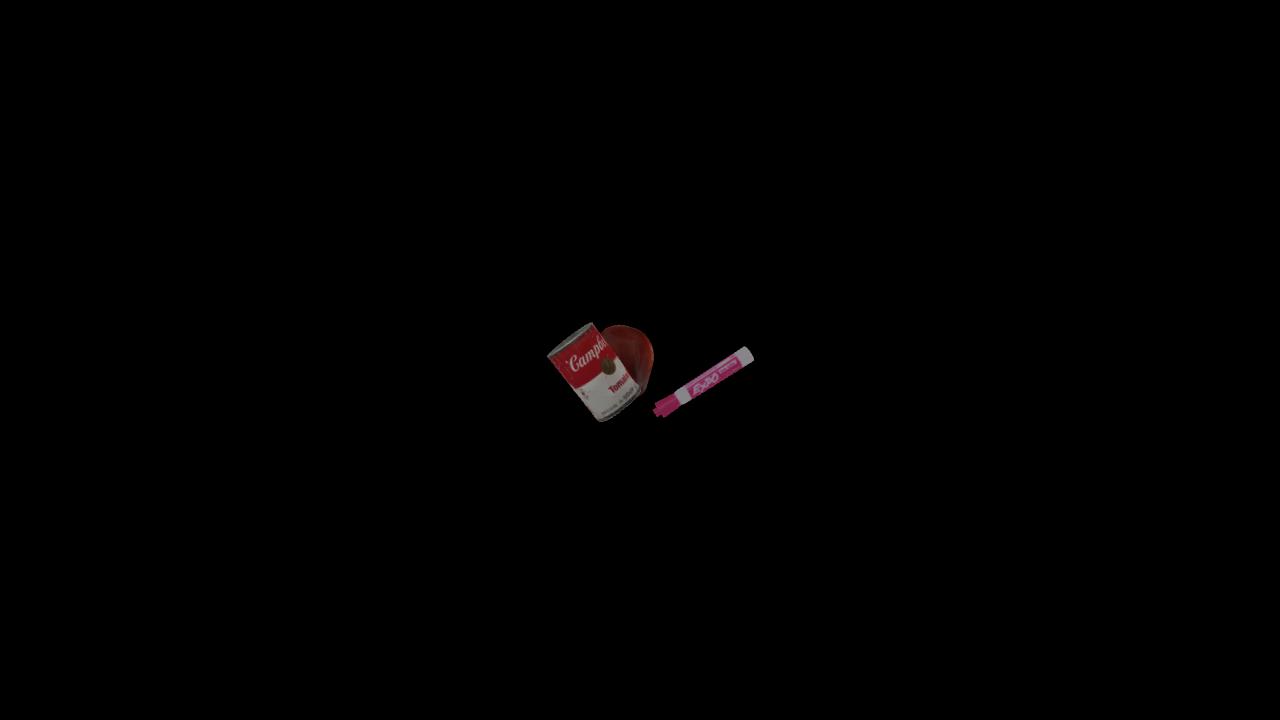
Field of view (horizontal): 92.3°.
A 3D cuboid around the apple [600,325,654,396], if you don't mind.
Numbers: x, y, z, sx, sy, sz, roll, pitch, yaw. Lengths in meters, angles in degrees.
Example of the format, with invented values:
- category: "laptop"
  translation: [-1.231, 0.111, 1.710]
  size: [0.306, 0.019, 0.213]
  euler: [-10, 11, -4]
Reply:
- category: "apple"
  translation: [-0.022, 0.000, 0.766]
  size: [0.079, 0.093, 0.079]
  euler: [-2, -25, -1]

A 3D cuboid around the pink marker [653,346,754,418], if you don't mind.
- category: "pink marker"
  translation: [0.067, 0.025, 0.657]
  size: [0.121, 0.020, 0.020]
  euler: [-32, 2, -4]

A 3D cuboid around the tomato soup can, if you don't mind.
- category: "tomato soup can"
  translation: [-0.054, 0.016, 0.731]
  size: [0.068, 0.101, 0.068]
  euler: [-35, 11, 8]
